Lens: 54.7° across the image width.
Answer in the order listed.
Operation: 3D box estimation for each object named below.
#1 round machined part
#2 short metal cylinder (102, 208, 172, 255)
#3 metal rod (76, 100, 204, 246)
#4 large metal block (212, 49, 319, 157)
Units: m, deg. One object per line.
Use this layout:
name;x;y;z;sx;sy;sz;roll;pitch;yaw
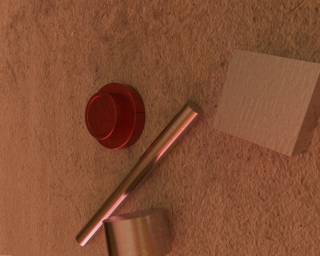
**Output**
round machined part;-0.071;-0.017;0.450;0.098;0.042;0.097;0;90;39
short metal cylinder;-0.029;0.135;0.391;0.080;0.081;0.050;-18;79;38
metal rod;-0.042;0.078;0.437;0.298;0.025;0.025;-51;61;27
large metal block;0.108;-0.026;0.299;0.080;0.050;0.079;23;104;37
